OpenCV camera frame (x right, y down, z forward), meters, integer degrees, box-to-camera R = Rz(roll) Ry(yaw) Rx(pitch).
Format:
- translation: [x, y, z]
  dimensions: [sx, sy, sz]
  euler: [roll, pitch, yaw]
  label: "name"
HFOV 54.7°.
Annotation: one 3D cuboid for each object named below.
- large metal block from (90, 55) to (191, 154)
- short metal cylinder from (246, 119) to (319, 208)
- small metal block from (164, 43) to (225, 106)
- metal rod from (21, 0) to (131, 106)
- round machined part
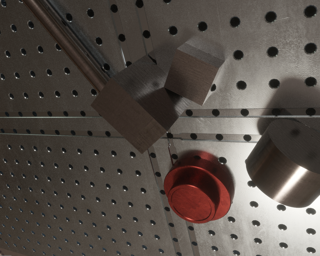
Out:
- translation: [-0.019, -0.030, 0.366]
  dimensions: [0.080, 0.080, 0.050]
  euler: [44, 129, -3]
  label: "large metal block"
- translation: [0.139, 0.035, 0.324]
  dimensions: [0.080, 0.080, 0.050]
  euler: [28, 128, 10]
  label: "short metal cylinder"
- translation: [0.038, -0.061, 0.352]
  dimensions: [0.050, 0.025, 0.050]
  euler: [28, 128, 10]
  label: "small metal block"
- translation: [-0.106, -0.096, 0.405]
  dimensions: [0.025, 0.025, 0.300]
  euler: [-32, 101, 38]
  label: "metal rod"
- translation: [0.050, 0.093, 0.431]
  dimensions: [0.098, 0.042, 0.097]
  euler: [13, 124, 20]
  label: "round machined part"
